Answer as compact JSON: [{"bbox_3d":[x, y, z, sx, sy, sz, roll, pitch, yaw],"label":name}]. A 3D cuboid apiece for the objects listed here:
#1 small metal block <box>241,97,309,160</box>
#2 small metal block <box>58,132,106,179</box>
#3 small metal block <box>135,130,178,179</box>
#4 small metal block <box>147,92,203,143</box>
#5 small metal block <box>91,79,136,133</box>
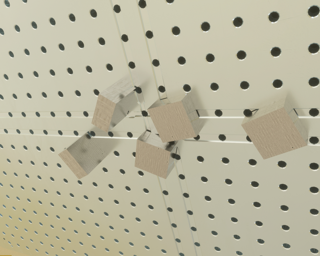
[{"bbox_3d":[0.128,0.001,0.345,0.050,0.025,0.050,-27,104,37],"label":"small metal block"},{"bbox_3d":[-0.121,0.043,0.486,0.025,0.050,0.050,-29,102,38],"label":"small metal block"},{"bbox_3d":[-0.006,0.038,0.438,0.050,0.025,0.050,20,126,16],"label":"small metal block"},{"bbox_3d":[0.019,-0.012,0.394,0.050,0.025,0.050,-12,112,33],"label":"small metal block"},{"bbox_3d":[-0.061,-0.030,0.410,0.025,0.050,0.050,31,128,9],"label":"small metal block"}]
